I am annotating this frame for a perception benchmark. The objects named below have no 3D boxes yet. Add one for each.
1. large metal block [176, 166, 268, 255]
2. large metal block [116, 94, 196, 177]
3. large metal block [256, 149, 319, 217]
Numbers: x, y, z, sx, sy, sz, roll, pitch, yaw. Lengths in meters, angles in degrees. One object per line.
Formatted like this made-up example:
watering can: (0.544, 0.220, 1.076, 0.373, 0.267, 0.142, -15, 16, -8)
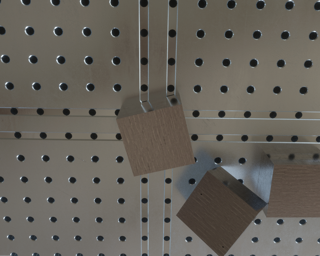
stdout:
large metal block: (0.083, 0.111, 0.422, 0.080, 0.050, 0.080, 39, 109, 24)
large metal block: (-0.004, 0.008, 0.403, 0.080, 0.050, 0.080, -13, 110, 4)
large metal block: (0.184, 0.075, 0.429, 0.080, 0.050, 0.079, 0, 110, 0)
